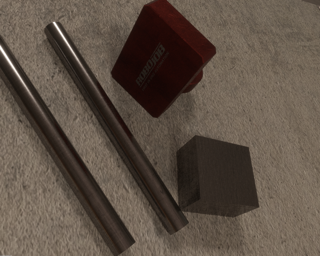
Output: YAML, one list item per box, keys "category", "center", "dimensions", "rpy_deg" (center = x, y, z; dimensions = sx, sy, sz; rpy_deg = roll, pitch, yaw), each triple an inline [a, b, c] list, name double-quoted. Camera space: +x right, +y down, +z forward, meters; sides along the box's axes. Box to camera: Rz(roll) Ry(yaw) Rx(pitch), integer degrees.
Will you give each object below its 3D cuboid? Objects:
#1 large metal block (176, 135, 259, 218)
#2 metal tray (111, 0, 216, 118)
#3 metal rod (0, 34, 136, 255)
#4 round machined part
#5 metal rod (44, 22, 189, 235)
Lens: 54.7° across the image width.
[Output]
- category: "large metal block"
  center: [0.070, 0.062, 0.389]
  dimensions: [0.081, 0.050, 0.080]
  rpy_deg: [13, 56, -22]
- category: "metal tray"
  center: [-0.002, -0.080, 0.385]
  dimensions: [0.090, 0.129, 0.030]
  rpy_deg: [45, 51, 2]
- category: "metal rod"
  center: [-0.121, 0.002, 0.337]
  dimensions: [0.025, 0.025, 0.299]
  rpy_deg: [-28, 77, -38]
- category: "round machined part"
  center: [0.010, -0.087, 0.447]
  dimensions: [0.099, 0.042, 0.098]
  rpy_deg: [21, 46, -22]
- category: "metal rod"
  center: [-0.059, -0.009, 0.378]
  dimensions: [0.025, 0.025, 0.299]
  rpy_deg: [-25, 75, -37]
